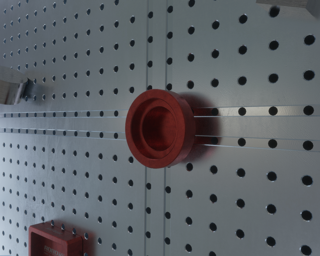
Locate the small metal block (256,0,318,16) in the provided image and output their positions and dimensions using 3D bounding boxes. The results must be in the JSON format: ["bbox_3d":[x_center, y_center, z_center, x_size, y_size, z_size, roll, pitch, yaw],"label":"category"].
[{"bbox_3d":[0.129,-0.142,0.303,0.050,0.025,0.050,25,106,37],"label":"small metal block"}]

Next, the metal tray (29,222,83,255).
[{"bbox_3d":[-0.193,0.232,0.565,0.130,0.030,0.089,1,91,40],"label":"metal tray"}]

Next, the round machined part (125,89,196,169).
[{"bbox_3d":[0.005,0.001,0.394,0.098,0.042,0.097,0,90,40],"label":"round machined part"}]

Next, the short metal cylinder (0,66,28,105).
[{"bbox_3d":[-0.322,-0.089,0.640,0.080,0.081,0.050,40,115,32],"label":"short metal cylinder"}]
